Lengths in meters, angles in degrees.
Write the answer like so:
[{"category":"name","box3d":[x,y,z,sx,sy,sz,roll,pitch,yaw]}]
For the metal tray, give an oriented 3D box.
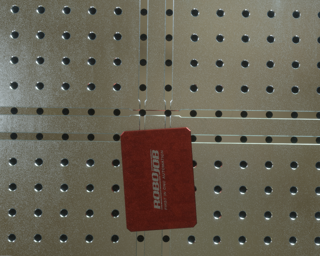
[{"category":"metal tray","box3d":[-0.002,0.066,0.411,0.091,0.030,0.129,-4,90,-1]}]
